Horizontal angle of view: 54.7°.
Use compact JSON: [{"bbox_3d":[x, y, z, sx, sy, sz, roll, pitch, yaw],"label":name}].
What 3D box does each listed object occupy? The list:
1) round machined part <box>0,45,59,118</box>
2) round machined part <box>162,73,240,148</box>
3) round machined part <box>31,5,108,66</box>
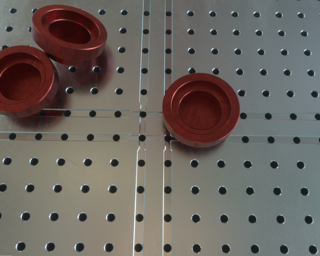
[{"bbox_3d":[-0.186,-0.059,0.421,0.099,0.042,0.098,0,71,1],"label":"round machined part"},{"bbox_3d":[0.052,-0.020,0.411,0.099,0.042,0.098,0,70,-1],"label":"round machined part"},{"bbox_3d":[-0.127,-0.125,0.433,0.099,0.042,0.098,14,46,-15],"label":"round machined part"}]
